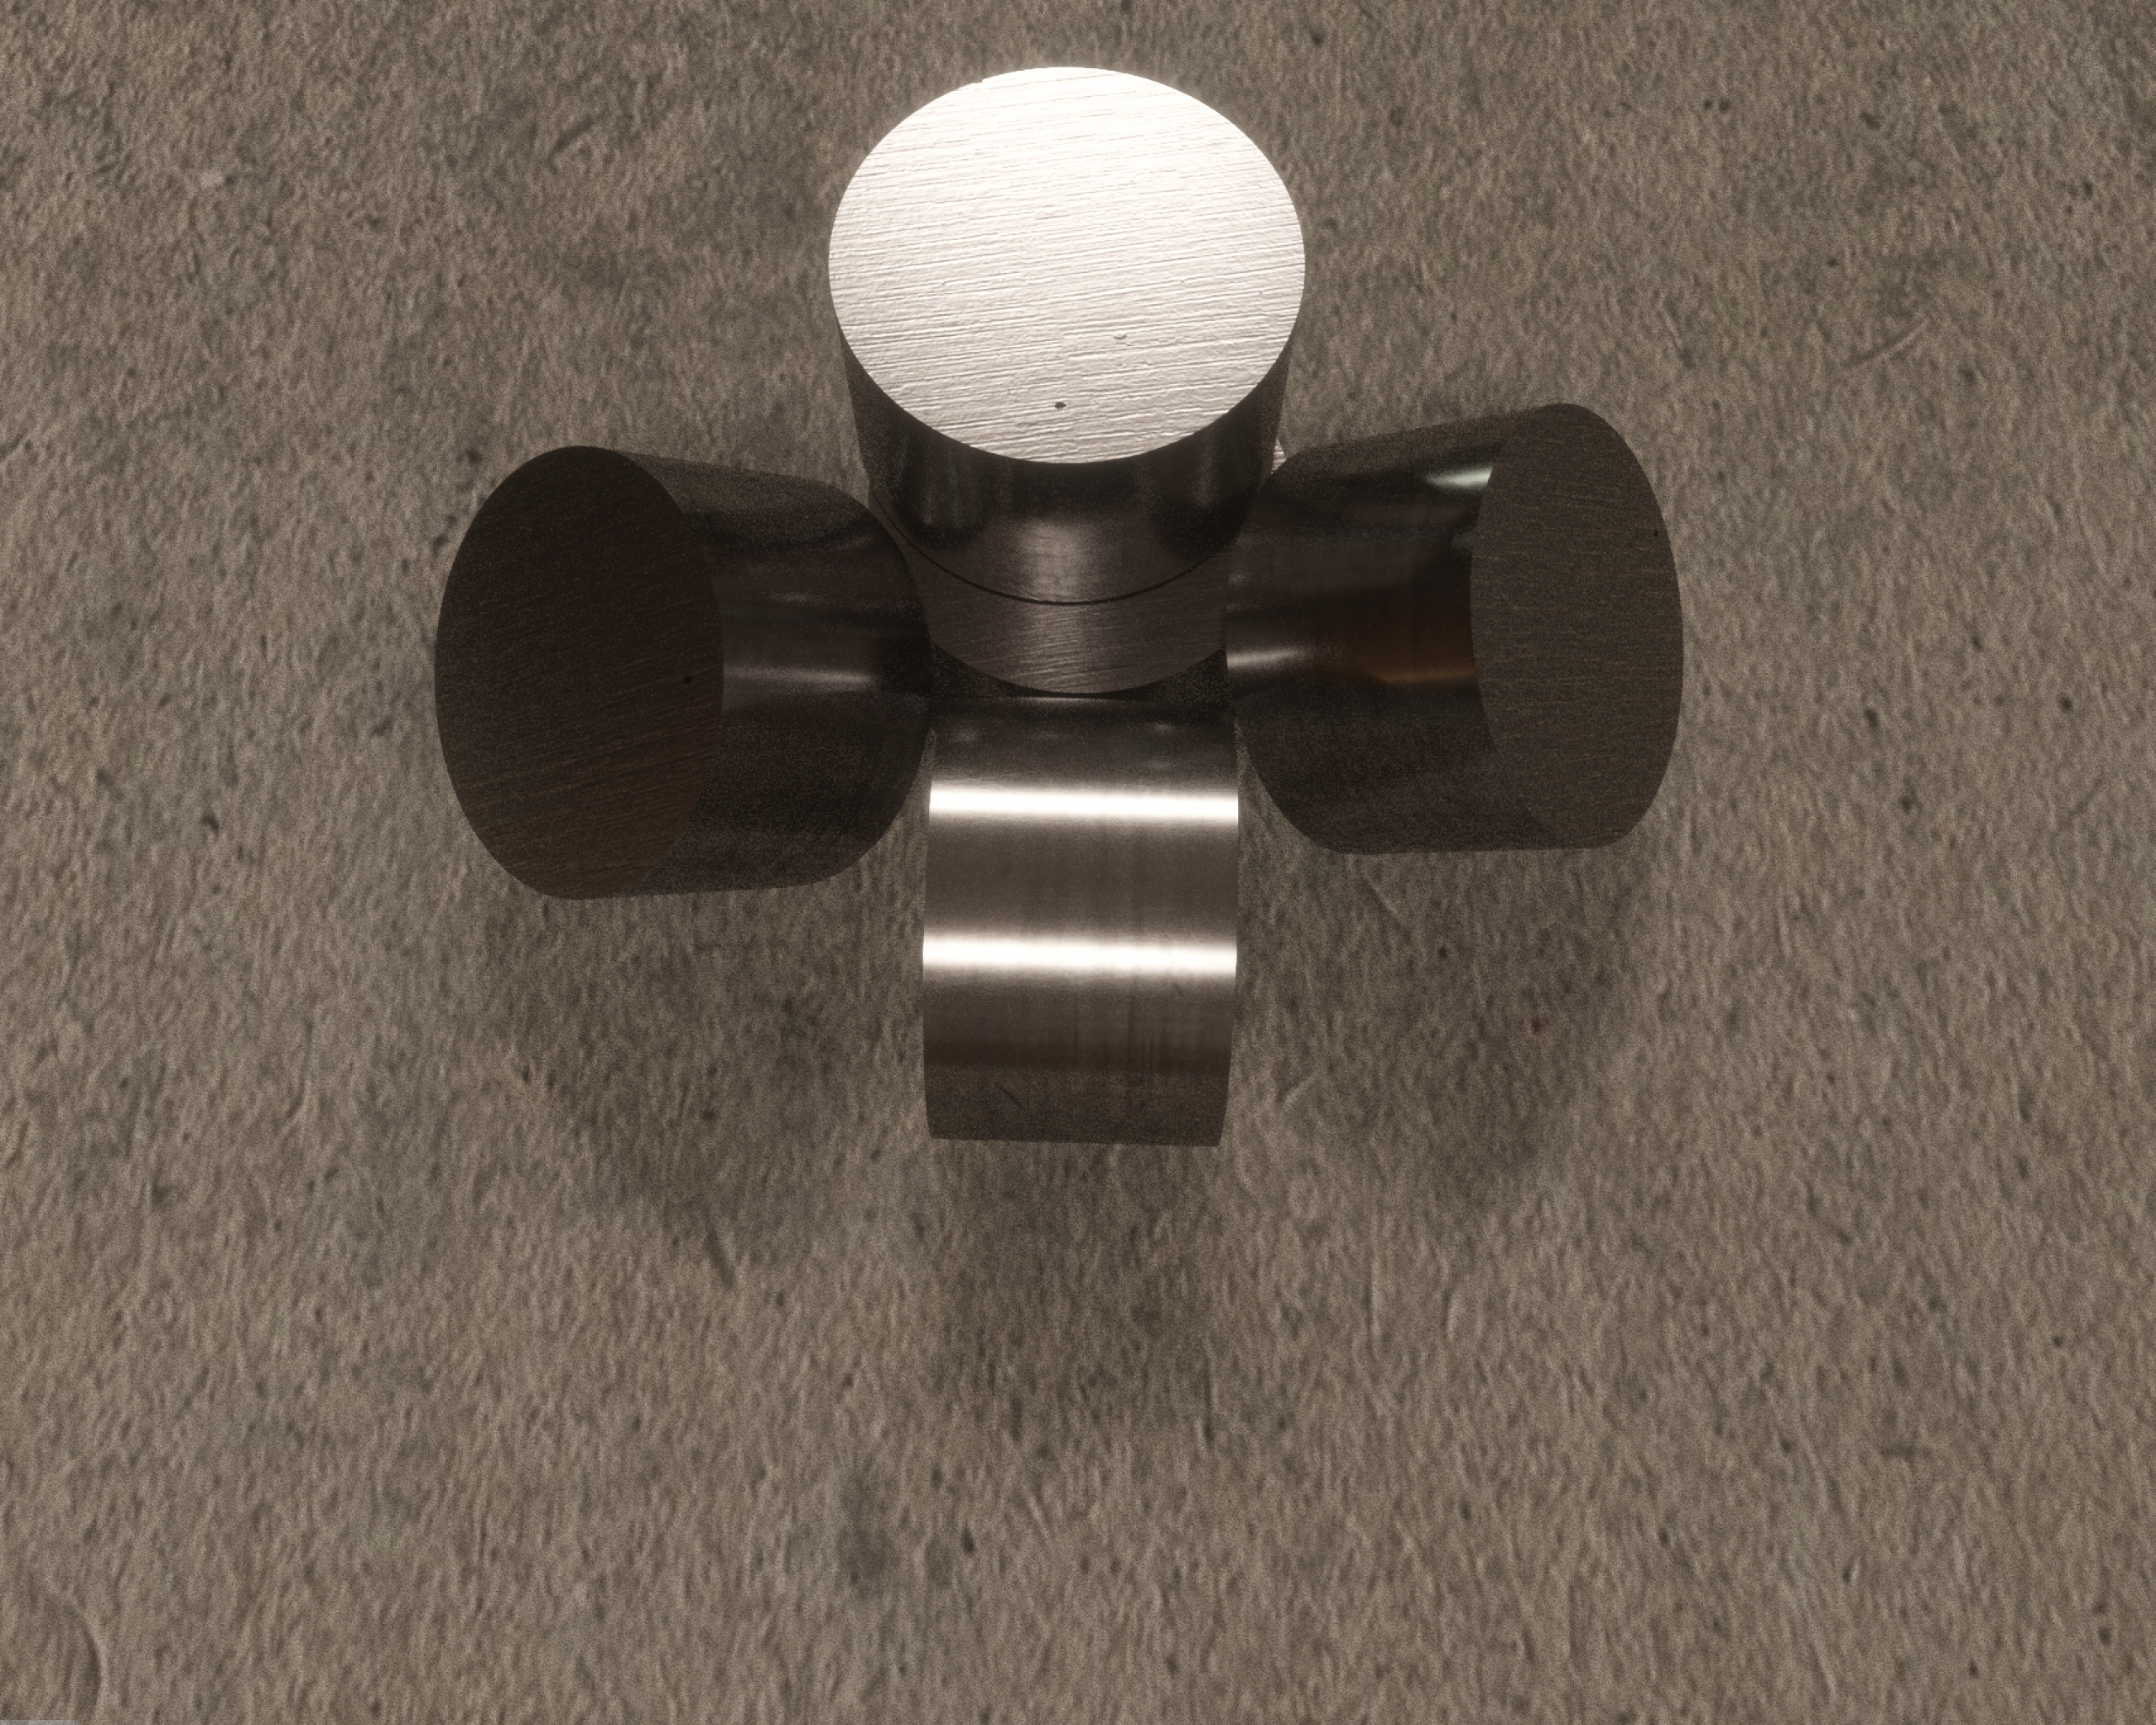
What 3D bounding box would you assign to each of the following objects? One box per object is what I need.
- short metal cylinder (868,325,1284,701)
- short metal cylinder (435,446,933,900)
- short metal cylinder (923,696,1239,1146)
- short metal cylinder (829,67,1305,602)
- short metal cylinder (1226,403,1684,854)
[{"bbox_3d":[0.000,-0.060,0.418,0.081,0.050,0.080,0,70,0],"label":"short metal cylinder"},{"bbox_3d":[-0.074,-0.034,0.386,0.080,0.050,0.079,2,93,38],"label":"short metal cylinder"},{"bbox_3d":[0.001,0.010,0.375,0.050,0.080,0.080,2,70,0],"label":"short metal cylinder"},{"bbox_3d":[-0.002,-0.094,0.377,0.081,0.050,0.080,0,70,0],"label":"short metal cylinder"},{"bbox_3d":[0.072,-0.042,0.390,0.050,0.080,0.080,-2,64,41],"label":"short metal cylinder"}]
